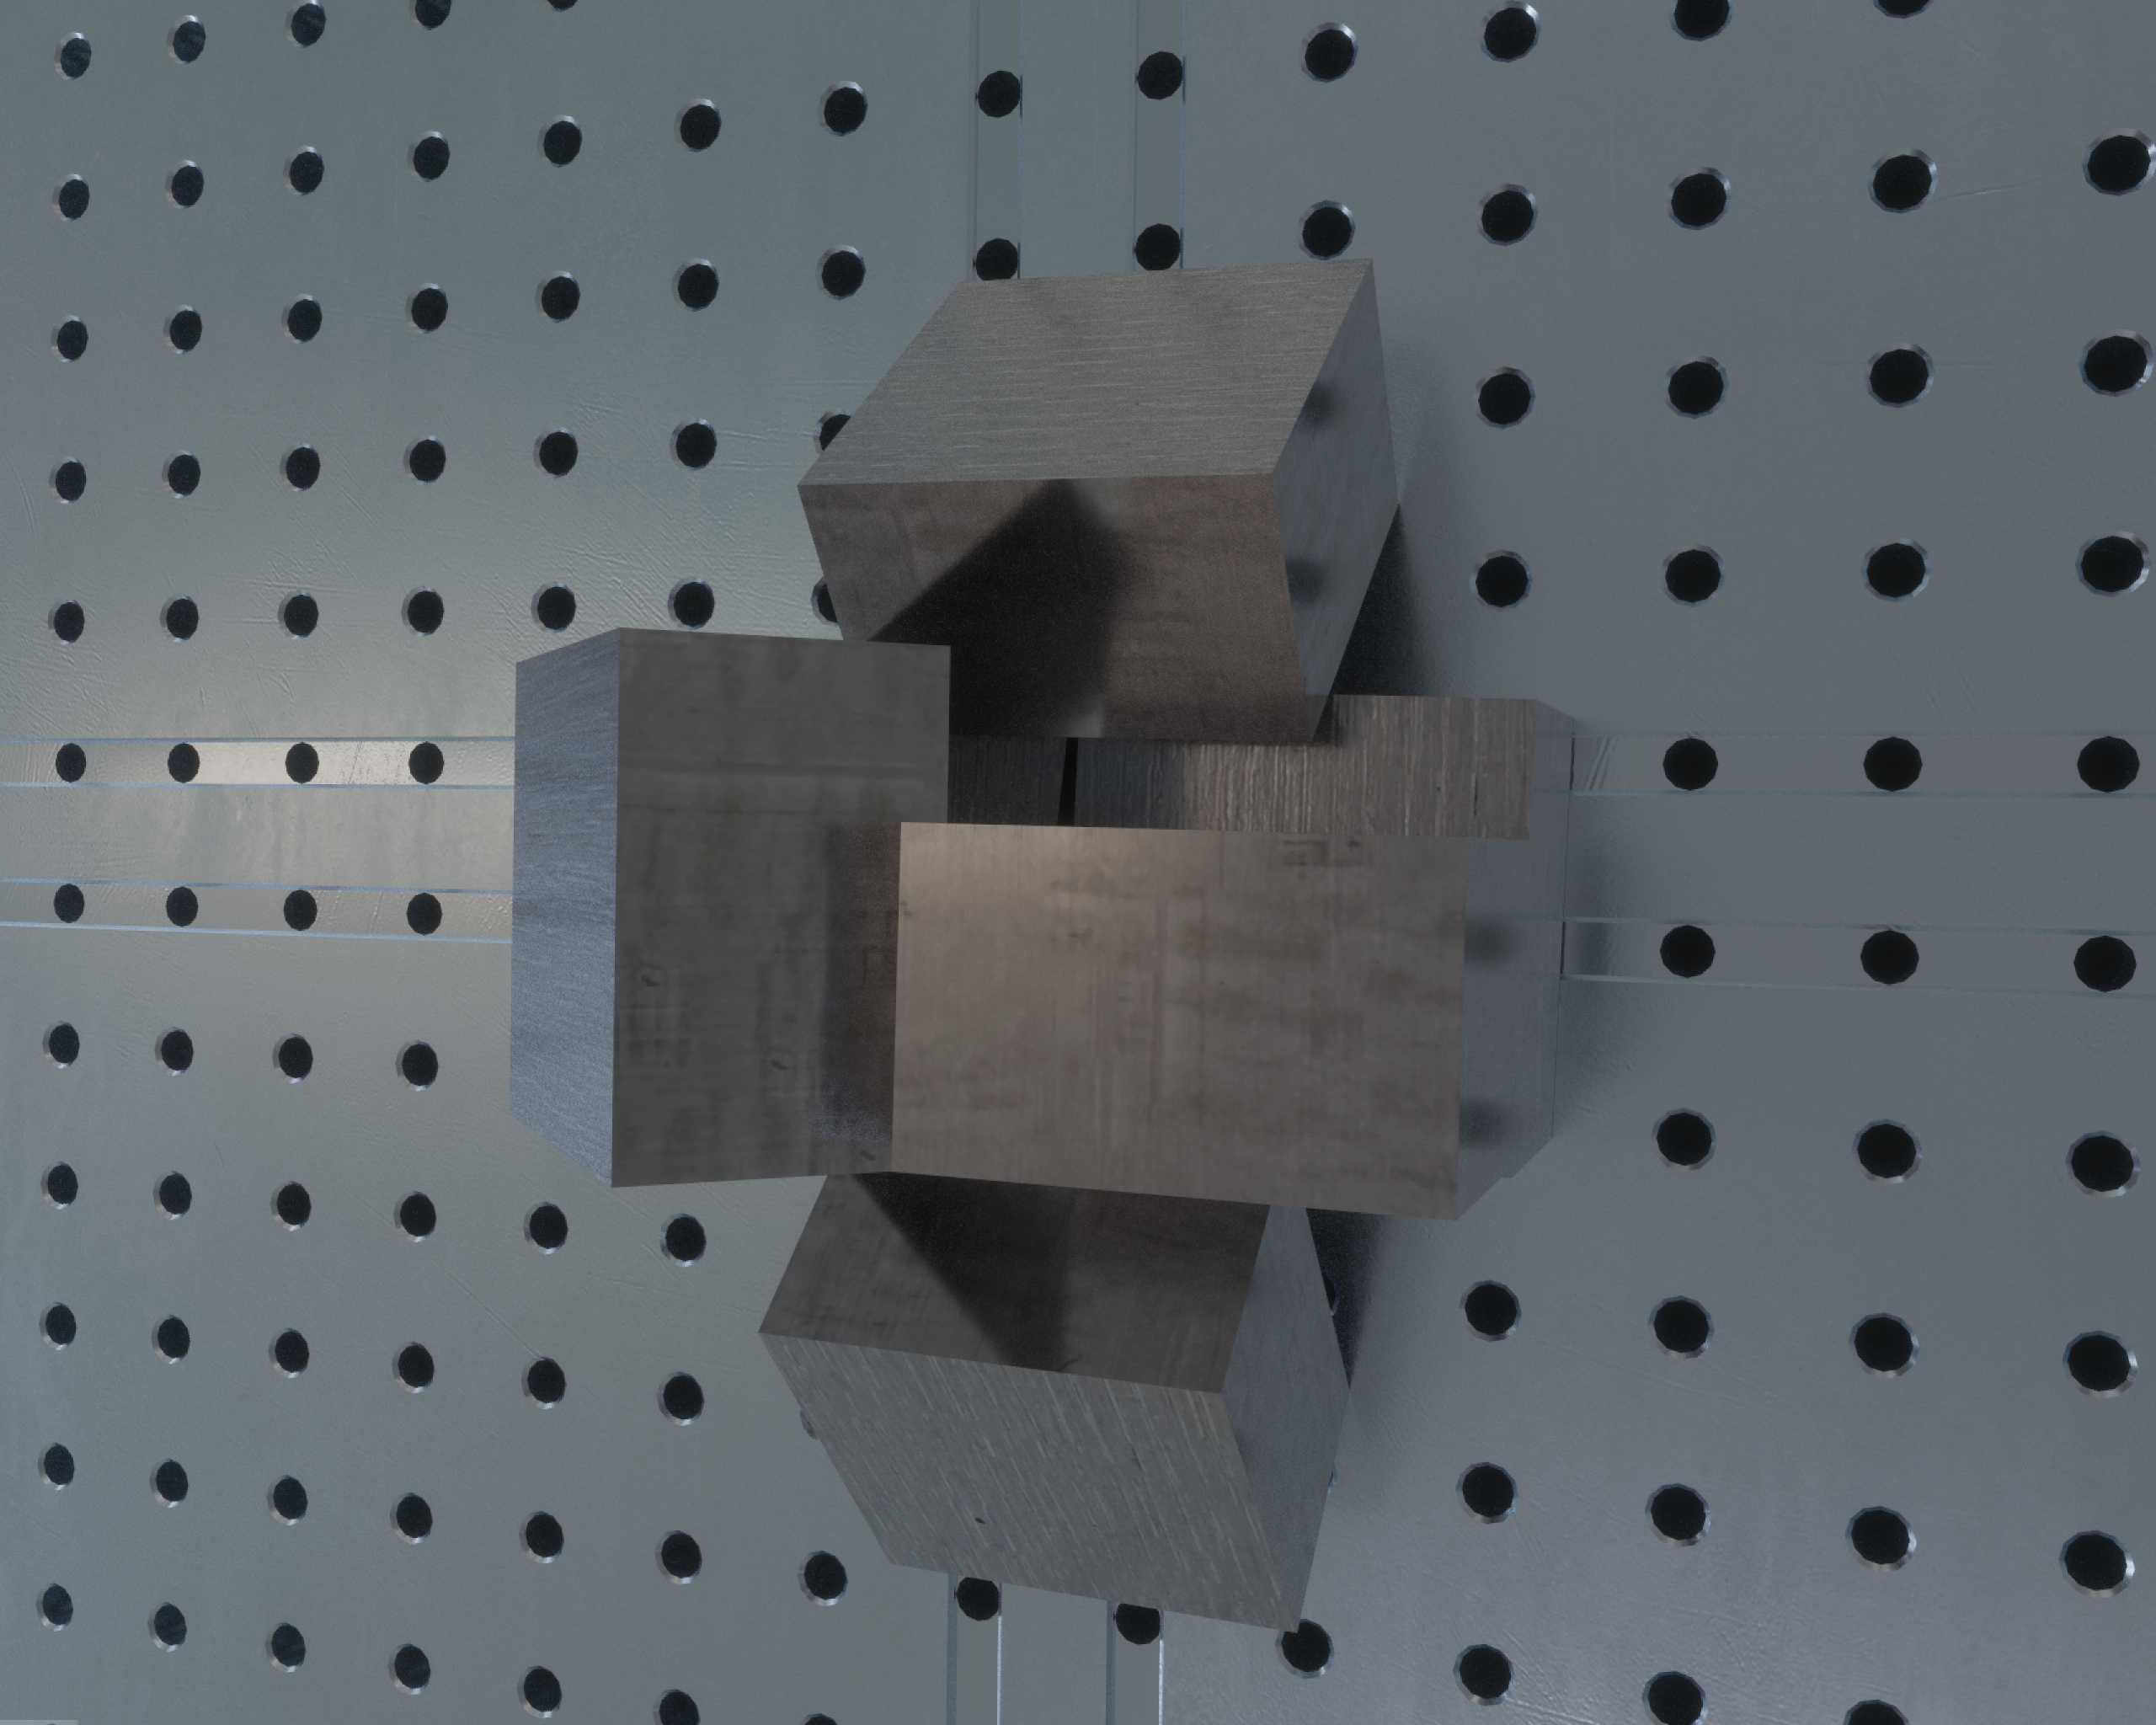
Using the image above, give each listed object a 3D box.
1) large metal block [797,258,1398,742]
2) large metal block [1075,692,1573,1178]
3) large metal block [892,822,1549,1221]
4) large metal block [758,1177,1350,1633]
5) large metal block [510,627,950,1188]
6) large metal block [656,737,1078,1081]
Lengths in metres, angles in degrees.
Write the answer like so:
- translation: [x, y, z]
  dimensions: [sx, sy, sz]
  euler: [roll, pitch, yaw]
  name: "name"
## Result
- translation: [0.008, -0.066, 0.373]
  dimensions: [0.080, 0.080, 0.050]
  euler: [2, 129, 20]
  name: "large metal block"
- translation: [0.045, 0.011, 0.383]
  dimensions: [0.080, 0.050, 0.080]
  euler: [3, 91, 20]
  name: "large metal block"
- translation: [0.026, 0.020, 0.321]
  dimensions: [0.080, 0.080, 0.050]
  euler: [2, 91, 20]
  name: "large metal block"
- translation: [0.000, 0.091, 0.378]
  dimensions: [0.080, 0.050, 0.080]
  euler: [2, 136, 20]
  name: "large metal block"
- translation: [-0.060, 0.006, 0.343]
  dimensions: [0.050, 0.080, 0.080]
  euler: [1, 91, -25]
  name: "large metal block"
- translation: [-0.035, 0.006, 0.412]
  dimensions: [0.080, 0.050, 0.080]
  euler: [7, 93, 20]
  name: "large metal block"
